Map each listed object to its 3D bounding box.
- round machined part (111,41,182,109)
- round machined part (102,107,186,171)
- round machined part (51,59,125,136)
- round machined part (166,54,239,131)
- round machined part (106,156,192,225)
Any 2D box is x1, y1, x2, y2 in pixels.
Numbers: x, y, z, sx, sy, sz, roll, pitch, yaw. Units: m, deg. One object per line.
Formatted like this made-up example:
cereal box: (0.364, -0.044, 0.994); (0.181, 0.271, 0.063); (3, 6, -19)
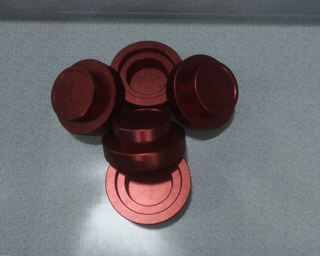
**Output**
round machined part: (-0.017, -0.066, 0.422); (0.099, 0.042, 0.098); (0, 70, 0)
round machined part: (-0.019, 0.007, 0.366); (0.099, 0.098, 0.042); (-6, 115, -2)
round machined part: (-0.097, -0.040, 0.390); (0.098, 0.042, 0.097); (-4, 82, 27)
round machined part: (0.060, -0.047, 0.392); (0.099, 0.042, 0.097); (5, 81, -30)
round machined part: (-0.013, 0.067, 0.374); (0.099, 0.042, 0.098); (0, 70, 0)
